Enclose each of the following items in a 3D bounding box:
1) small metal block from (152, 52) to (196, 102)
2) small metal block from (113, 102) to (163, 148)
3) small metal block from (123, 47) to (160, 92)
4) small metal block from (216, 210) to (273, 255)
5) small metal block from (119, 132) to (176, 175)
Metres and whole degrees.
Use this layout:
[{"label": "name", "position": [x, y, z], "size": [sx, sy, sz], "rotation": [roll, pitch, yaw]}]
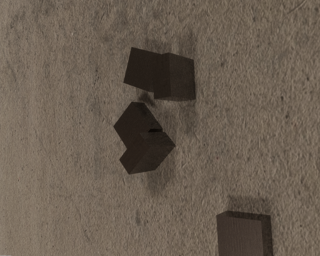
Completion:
[{"label": "small metal block", "position": [0.018, -0.059, 0.373], "size": [0.025, 0.050, 0.050], "rotation": [-5, 87, 40]}, {"label": "small metal block", "position": [-0.031, -0.001, 0.429], "size": [0.050, 0.025, 0.050], "rotation": [-50, 61, 28]}, {"label": "small metal block", "position": [-0.018, -0.078, 0.418], "size": [0.050, 0.025, 0.050], "rotation": [24, 105, 37]}, {"label": "small metal block", "position": [0.090, 0.118, 0.330], "size": [0.050, 0.025, 0.050], "rotation": [-5, 87, 39]}, {"label": "small metal block", "position": [-0.016, 0.032, 0.400], "size": [0.025, 0.050, 0.050], "rotation": [52, 120, 27]}]
